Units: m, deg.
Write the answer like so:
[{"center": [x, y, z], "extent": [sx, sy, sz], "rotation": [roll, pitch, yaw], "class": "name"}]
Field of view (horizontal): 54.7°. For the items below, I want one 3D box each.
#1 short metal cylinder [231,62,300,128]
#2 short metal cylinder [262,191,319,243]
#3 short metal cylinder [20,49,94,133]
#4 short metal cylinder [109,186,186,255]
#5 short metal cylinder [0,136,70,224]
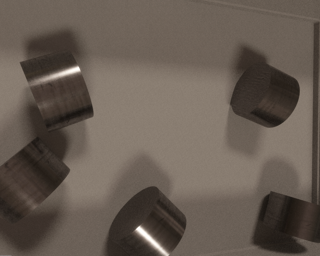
[{"center": [0.147, -0.046, 0.437], "extent": [0.050, 0.080, 0.080], "rotation": [21, 83, -19], "class": "short metal cylinder"}, {"center": [0.198, 0.129, 0.457], "extent": [0.081, 0.080, 0.050], "rotation": [19, 84, -20], "class": "short metal cylinder"}, {"center": [-0.112, -0.041, 0.340], "extent": [0.050, 0.080, 0.080], "rotation": [-22, 98, -19], "class": "short metal cylinder"}, {"center": [-0.015, 0.118, 0.377], "extent": [0.080, 0.080, 0.050], "rotation": [-46, 105, -14], "class": "short metal cylinder"}, {"center": [-0.144, 0.054, 0.328], "extent": [0.080, 0.080, 0.050], "rotation": [-43, 104, -15], "class": "short metal cylinder"}]
